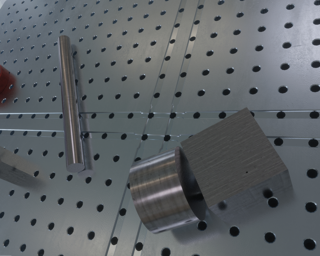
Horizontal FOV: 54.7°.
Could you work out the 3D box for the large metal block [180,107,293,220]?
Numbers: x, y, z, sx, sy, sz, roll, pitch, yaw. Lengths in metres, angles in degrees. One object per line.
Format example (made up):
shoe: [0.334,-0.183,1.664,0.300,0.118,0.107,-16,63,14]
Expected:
large metal block: [0.079,0.038,0.328,0.080,0.050,0.080,-29,52,10]

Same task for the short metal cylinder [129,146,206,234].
short metal cylinder: [0.010,0.065,0.328,0.050,0.080,0.080,-22,54,15]

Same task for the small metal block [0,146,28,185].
small metal block: [-0.243,0.056,0.486,0.025,0.050,0.050,-45,51,-3]

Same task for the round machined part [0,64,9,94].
round machined part: [-0.373,-0.099,0.654,0.098,0.042,0.098,-13,56,21]

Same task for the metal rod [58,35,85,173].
metal rod: [-0.154,-0.059,0.525,0.025,0.025,0.299,-26,52,12]
